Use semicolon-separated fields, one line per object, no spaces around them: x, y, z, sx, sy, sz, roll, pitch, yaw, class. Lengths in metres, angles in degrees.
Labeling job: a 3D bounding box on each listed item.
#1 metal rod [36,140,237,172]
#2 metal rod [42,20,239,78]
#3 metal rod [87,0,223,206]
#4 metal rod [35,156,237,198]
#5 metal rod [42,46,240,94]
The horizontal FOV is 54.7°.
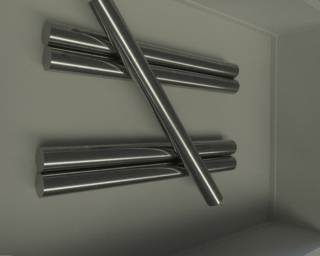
-0.002;0.031;0.402;0.302;0.025;0.025;0;90;-40;metal rod
0.002;-0.093;0.406;0.302;0.025;0.025;1;90;-40;metal rod
0.006;-0.017;0.378;0.025;0.025;0.299;-46;117;-30;metal rod
-0.003;0.056;0.402;0.302;0.025;0.025;0;90;-40;metal rod
0.003;-0.068;0.406;0.302;0.025;0.025;1;90;-40;metal rod
